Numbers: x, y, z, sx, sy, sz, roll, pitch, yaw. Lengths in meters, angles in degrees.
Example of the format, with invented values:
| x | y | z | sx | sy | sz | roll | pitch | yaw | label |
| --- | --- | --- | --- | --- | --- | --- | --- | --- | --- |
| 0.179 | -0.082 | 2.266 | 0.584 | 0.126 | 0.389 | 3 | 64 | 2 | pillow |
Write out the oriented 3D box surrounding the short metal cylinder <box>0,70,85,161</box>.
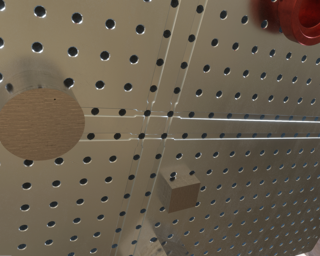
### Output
| x | y | z | sx | sy | sz | roll | pitch | yaw | label |
| --- | --- | --- | --- | --- | --- | --- | --- | --- | --- |
| -0.124 | -0.013 | 0.319 | 0.081 | 0.050 | 0.079 | -14 | 124 | -21 | short metal cylinder |

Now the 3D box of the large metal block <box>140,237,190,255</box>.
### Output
| x | y | z | sx | sy | sz | roll | pitch | yaw | label |
| --- | --- | --- | --- | --- | --- | --- | --- | --- | --- |
| 0.006 | 0.250 | 0.553 | 0.080 | 0.050 | 0.080 | 34 | 99 | -39 | large metal block |

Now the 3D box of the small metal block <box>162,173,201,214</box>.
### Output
| x | y | z | sx | sy | sz | roll | pitch | yaw | label |
| --- | --- | --- | --- | --- | --- | --- | --- | --- | --- |
| 0.033 | 0.104 | 0.493 | 0.050 | 0.025 | 0.050 | -7 | 122 | -25 | small metal block |

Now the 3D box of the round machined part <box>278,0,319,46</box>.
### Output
| x | y | z | sx | sy | sz | roll | pitch | yaw | label |
| --- | --- | --- | --- | --- | --- | --- | --- | --- | --- |
| 0.196 | -0.162 | 0.407 | 0.099 | 0.042 | 0.097 | -14 | 124 | -21 | round machined part |
